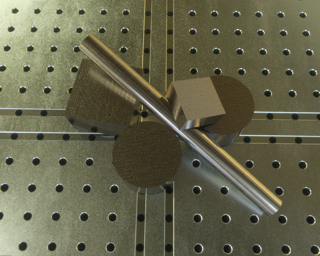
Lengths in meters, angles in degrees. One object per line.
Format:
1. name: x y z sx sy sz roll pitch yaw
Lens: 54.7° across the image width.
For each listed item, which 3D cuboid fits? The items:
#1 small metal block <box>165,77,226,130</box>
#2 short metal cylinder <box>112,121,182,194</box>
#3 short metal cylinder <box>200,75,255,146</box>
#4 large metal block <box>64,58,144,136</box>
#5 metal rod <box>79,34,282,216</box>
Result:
1. small metal block: 0.040 -0.029 0.358 0.050 0.025 0.050 -11 69 -23
2. short metal cylinder: -0.015 0.038 0.381 0.081 0.050 0.080 0 70 0
3. short metal cylinder: 0.076 -0.021 0.403 0.081 0.050 0.080 0 70 0
4. large metal block: -0.068 -0.037 0.406 0.080 0.050 0.080 10 70 3
5. metal rod: 0.025 -0.003 0.372 0.300 0.025 0.025 41 75 -1
